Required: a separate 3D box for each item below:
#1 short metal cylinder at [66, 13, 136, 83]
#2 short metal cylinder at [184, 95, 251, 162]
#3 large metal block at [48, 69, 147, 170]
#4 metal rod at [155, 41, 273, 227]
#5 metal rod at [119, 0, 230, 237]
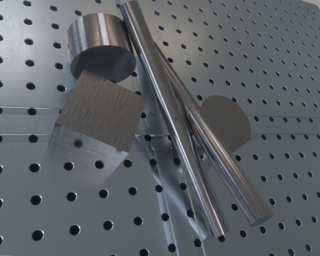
[{"bbox_3d":[-0.074,-0.097,0.392,0.081,0.080,0.050,0,62,-28],"label":"short metal cylinder"},{"bbox_3d":[0.078,0.001,0.434,0.081,0.050,0.080,14,56,-21],"label":"short metal cylinder"},{"bbox_3d":[-0.070,-0.009,0.360,0.080,0.050,0.080,25,53,-13],"label":"large metal block"},{"bbox_3d":[0.042,-0.017,0.390,0.025,0.025,0.299,-4,48,-30],"label":"metal rod"},{"bbox_3d":[0.017,-0.013,0.379,0.025,0.025,0.299,-20,87,-36],"label":"metal rod"}]
